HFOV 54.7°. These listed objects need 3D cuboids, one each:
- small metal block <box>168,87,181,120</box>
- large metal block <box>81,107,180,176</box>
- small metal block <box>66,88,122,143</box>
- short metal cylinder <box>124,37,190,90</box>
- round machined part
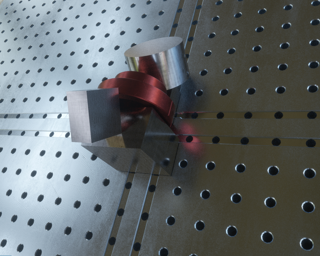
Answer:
[{"bbox_3d":[-0.004,-0.034,0.429,0.050,0.025,0.050,1,62,28],"label":"small metal block"},{"bbox_3d":[-0.033,0.017,0.377,0.080,0.080,0.050,1,62,28],"label":"large metal block"},{"bbox_3d":[-0.066,-0.015,0.318,0.025,0.050,0.050,2,101,28],"label":"small metal block"},{"bbox_3d":[-0.003,-0.088,0.425,0.080,0.050,0.080,-12,28,7],"label":"short metal cylinder"},{"bbox_3d":[-0.029,-0.034,0.382,0.098,0.098,0.042,1,62,28],"label":"round machined part"}]
